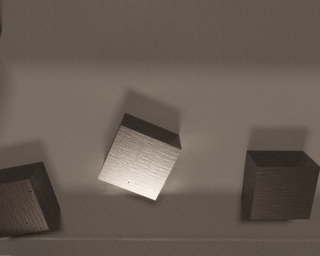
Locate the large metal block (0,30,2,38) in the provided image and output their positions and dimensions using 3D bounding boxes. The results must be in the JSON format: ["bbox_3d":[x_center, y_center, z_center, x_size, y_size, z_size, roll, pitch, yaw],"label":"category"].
[{"bbox_3d":[-0.231,-0.080,0.349,0.050,0.080,0.079,21,109,-8],"label":"large metal block"}]

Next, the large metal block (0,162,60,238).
[{"bbox_3d":[-0.198,0.100,0.432,0.080,0.050,0.079,-11,110,3],"label":"large metal block"}]

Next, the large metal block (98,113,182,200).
[{"bbox_3d":[-0.026,0.037,0.411,0.080,0.050,0.079,23,108,-9],"label":"large metal block"}]

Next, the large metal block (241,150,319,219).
[{"bbox_3d":[0.163,0.078,0.429,0.081,0.050,0.079,0,110,-1],"label":"large metal block"}]
